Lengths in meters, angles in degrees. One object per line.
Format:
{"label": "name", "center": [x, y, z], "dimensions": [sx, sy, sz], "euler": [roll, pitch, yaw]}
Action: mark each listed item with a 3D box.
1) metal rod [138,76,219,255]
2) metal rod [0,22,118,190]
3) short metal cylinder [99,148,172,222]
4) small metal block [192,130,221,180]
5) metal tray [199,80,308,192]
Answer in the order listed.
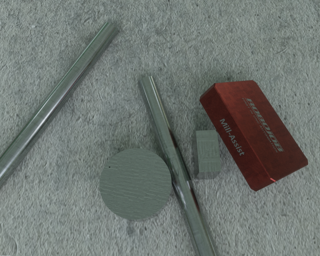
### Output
{"label": "metal rod", "center": [0.027, 0.068, 0.383], "dimensions": [0.025, 0.025, 0.299], "euler": [-17, 71, -6]}
{"label": "metal rod", "center": [-0.148, -0.027, 0.416], "dimensions": [0.025, 0.025, 0.300], "euler": [29, 72, 10]}
{"label": "short metal cylinder", "center": [-0.027, 0.069, 0.369], "dimensions": [0.081, 0.050, 0.080], "euler": [0, 70, 0]}
{"label": "small metal block", "center": [0.056, 0.034, 0.383], "dimensions": [0.025, 0.050, 0.050], "euler": [-2, 70, -1]}
{"label": "metal tray", "center": [0.115, 0.003, 0.381], "dimensions": [0.091, 0.030, 0.130], "euler": [-11, 66, -41]}
